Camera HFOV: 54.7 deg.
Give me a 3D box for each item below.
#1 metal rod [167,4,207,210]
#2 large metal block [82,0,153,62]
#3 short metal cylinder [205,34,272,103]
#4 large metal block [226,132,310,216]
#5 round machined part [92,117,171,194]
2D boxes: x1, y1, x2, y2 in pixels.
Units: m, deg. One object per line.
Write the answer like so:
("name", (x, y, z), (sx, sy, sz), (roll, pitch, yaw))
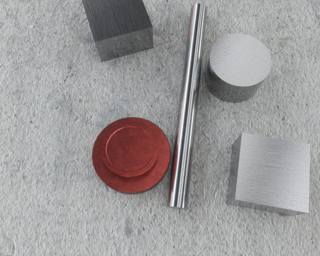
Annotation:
("metal rod", (0.040, -0.043, 0.424), (0.025, 0.025, 0.299), (7, 70, 2))
("large metal block", (-0.061, -0.152, 0.450), (0.081, 0.050, 0.080), (-17, 71, -7))
("short metal cylinder", (0.105, -0.081, 0.426), (0.081, 0.050, 0.080), (0, 70, 0))
("large metal block", (0.130, 0.057, 0.376), (0.080, 0.050, 0.080), (10, 70, 3))
("round machined part", (-0.036, 0.031, 0.387), (0.099, 0.042, 0.098), (0, 70, -1))
